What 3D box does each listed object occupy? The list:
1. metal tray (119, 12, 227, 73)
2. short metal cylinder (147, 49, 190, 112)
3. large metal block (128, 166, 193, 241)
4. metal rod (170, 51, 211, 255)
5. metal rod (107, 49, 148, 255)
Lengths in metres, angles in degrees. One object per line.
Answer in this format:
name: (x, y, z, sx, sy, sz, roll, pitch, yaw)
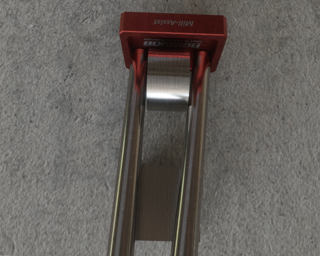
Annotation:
metal tray: (0.016, -0.112, 0.416, 0.131, 0.090, 0.030, 2, 70, 0)
short metal cylinder: (0.010, -0.062, 0.403, 0.050, 0.080, 0.080, 2, 70, 0)
large metal block: (0.003, 0.089, 0.361, 0.081, 0.050, 0.080, 2, 70, 0)
metal rod: (0.039, 0.022, 0.352, 0.025, 0.025, 0.300, 8, 55, 2)
metal rod: (-0.033, 0.019, 0.353, 0.025, 0.025, 0.300, 2, 55, 0)
